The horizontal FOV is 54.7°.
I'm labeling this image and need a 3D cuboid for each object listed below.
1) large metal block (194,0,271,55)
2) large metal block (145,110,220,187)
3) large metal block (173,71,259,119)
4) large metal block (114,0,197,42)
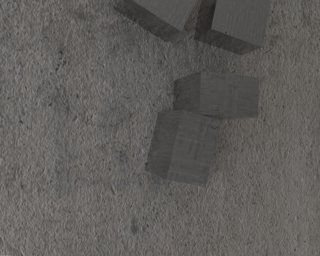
[{"bbox_3d":[0.101,-0.157,0.433,0.081,0.050,0.080,13,86,-20],"label":"large metal block"},{"bbox_3d":[0.025,0.023,0.389,0.050,0.080,0.080,14,85,-20],"label":"large metal block"},{"bbox_3d":[0.070,-0.039,0.405,0.081,0.080,0.050,2,89,-20],"label":"large metal block"},{"bbox_3d":[0.000,-0.171,0.395,0.080,0.050,0.080,28,81,-18],"label":"large metal block"}]
